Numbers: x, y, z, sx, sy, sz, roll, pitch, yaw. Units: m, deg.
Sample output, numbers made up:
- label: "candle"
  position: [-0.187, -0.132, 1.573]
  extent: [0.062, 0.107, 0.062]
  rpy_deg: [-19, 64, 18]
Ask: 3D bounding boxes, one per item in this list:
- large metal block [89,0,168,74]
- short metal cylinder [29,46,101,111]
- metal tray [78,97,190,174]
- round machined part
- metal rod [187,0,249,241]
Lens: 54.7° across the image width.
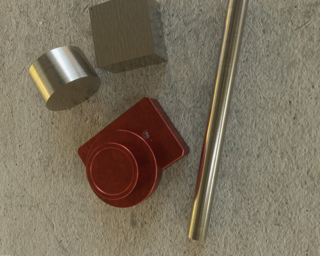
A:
- label: "large metal block"
  position: [-0.041, -0.123, 0.409]
  extent: [0.080, 0.050, 0.080]
  rpy_deg: [-9, 87, 19]
- label: "short metal cylinder"
  position: [-0.129, -0.066, 0.424]
  extent: [0.080, 0.080, 0.050]
  rpy_deg: [-35, 79, 16]
- label: "metal tray"
  position: [-0.038, 0.031, 0.419]
  extent: [0.130, 0.030, 0.090]
  rpy_deg: [-36, 79, 16]
- label: "round machined part"
  position: [-0.050, 0.051, 0.384]
  extent: [0.098, 0.042, 0.097]
  rpy_deg: [0, 90, 19]
- label: "metal rod"
  position: [0.071, -0.010, 0.383]
  extent: [0.025, 0.025, 0.298]
  rpy_deg: [11, 93, 19]
